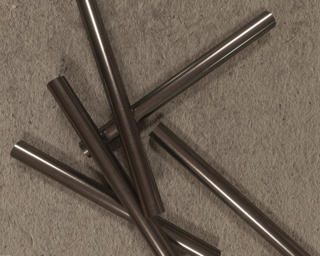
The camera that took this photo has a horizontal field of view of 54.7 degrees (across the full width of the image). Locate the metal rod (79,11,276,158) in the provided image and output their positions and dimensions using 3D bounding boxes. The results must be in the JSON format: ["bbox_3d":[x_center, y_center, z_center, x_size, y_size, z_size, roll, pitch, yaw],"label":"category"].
[{"bbox_3d":[0.023,-0.058,0.410,0.301,0.025,0.025,-35,90,-1],"label":"metal rod"}]

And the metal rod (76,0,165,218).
[{"bbox_3d":[-0.053,-0.038,0.387,0.025,0.025,0.299,-19,82,0],"label":"metal rod"}]

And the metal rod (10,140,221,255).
[{"bbox_3d":[-0.057,0.100,0.409,0.301,0.025,0.025,29,90,-1],"label":"metal rod"}]

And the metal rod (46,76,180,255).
[{"bbox_3d":[-0.048,0.069,0.383,0.025,0.025,0.299,-33,90,0],"label":"metal rod"}]

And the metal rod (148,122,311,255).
[{"bbox_3d":[0.105,0.101,0.411,0.300,0.025,0.025,42,90,-1],"label":"metal rod"}]
